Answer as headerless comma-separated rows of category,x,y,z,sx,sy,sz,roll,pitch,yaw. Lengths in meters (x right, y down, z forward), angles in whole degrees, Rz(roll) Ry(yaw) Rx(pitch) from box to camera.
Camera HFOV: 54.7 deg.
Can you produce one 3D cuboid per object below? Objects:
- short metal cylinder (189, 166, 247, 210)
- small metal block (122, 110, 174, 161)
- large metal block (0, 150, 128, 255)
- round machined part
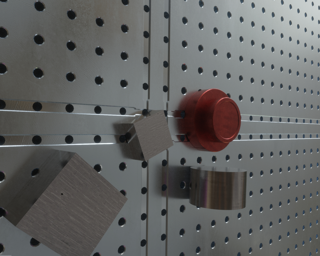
short metal cylinder,0.083,0.084,0.446,0.081,0.080,0.050,4,88,-40
small metal block,-0.015,0.009,0.399,0.050,0.025,0.050,-27,107,-37
large metal block,-0.094,0.079,0.316,0.080,0.050,0.080,50,61,-29
round machined part,0.087,-0.012,0.473,0.099,0.042,0.097,0,90,-40
